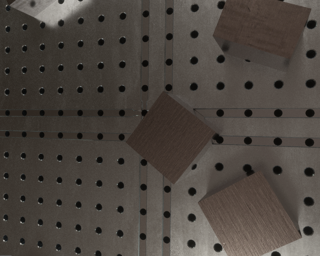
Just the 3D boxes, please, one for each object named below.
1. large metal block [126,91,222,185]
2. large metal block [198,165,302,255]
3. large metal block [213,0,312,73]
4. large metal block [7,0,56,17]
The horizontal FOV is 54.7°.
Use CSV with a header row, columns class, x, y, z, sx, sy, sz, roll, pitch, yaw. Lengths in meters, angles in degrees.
class,x,y,z,sx,sy,sz,roll,pitch,yaw
large metal block,0.019,0.011,0.392,0.080,0.050,0.080,40,102,15
large metal block,0.104,0.100,0.362,0.080,0.050,0.080,-32,80,17
large metal block,0.112,-0.104,0.344,0.080,0.080,0.050,23,98,18
large metal block,-0.194,-0.231,0.466,0.080,0.050,0.080,-28,81,17
